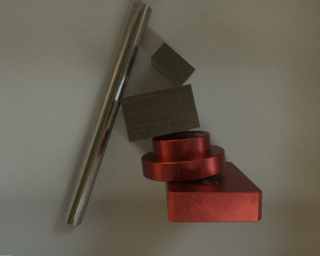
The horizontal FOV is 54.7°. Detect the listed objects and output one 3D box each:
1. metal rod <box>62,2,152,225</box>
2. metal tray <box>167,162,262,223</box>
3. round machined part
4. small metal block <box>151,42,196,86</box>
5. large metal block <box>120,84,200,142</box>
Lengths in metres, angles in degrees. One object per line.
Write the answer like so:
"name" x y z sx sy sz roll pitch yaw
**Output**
"metal rod" -0.070 -0.019 0.410 0.025 0.025 0.298 18 90 -1
"metal tray" 0.053 0.068 0.359 0.091 0.130 0.030 0 97 0
"round machined part" 0.026 0.029 0.367 0.099 0.098 0.042 -7 96 -1
"small metal block" 0.016 -0.078 0.399 0.050 0.050 0.025 41 90 -1
"large metal block" 0.000 -0.017 0.384 0.080 0.080 0.050 -12 90 -1
